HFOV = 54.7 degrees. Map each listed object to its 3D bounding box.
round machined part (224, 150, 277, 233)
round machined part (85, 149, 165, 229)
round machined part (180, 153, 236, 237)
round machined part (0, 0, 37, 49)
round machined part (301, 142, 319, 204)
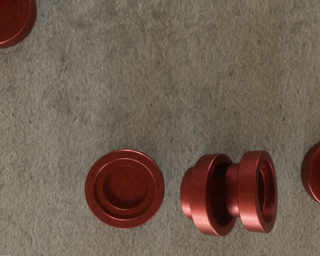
[{"bbox_3d":[0.112,0.077,0.384,0.042,0.099,0.097,-5,90,33],"label":"round machined part"},{"bbox_3d":[-0.043,0.075,0.401,0.099,0.042,0.097,0,90,-1],"label":"round machined part"},{"bbox_3d":[0.060,0.081,0.384,0.042,0.099,0.097,-6,90,35],"label":"round machined part"},{"bbox_3d":[-0.208,-0.150,0.399,0.099,0.042,0.097,0,90,-1],"label":"round machined part"},{"bbox_3d":[0.242,0.062,0.405,0.099,0.042,0.097,0,90,-1],"label":"round machined part"}]
